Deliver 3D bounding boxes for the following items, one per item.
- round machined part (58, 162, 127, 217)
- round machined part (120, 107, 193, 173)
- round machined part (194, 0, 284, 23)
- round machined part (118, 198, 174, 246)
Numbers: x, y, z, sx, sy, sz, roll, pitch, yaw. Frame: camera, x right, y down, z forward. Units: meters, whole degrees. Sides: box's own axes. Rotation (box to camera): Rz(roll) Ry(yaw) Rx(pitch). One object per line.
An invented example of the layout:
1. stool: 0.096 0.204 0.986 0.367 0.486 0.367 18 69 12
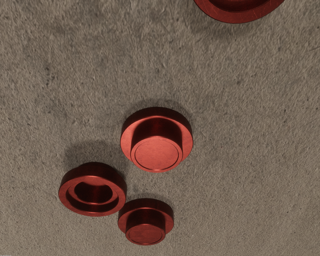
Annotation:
1. round machined part: -0.099 0.089 0.471 0.099 0.042 0.097 -1 130 0
2. round machined part: -0.004 0.023 0.415 0.099 0.042 0.097 -1 130 0
3. round machined part: 0.070 -0.147 0.272 0.099 0.042 0.097 -1 130 0
4. round machined part: -0.025 0.169 0.540 0.099 0.042 0.097 -1 130 0
